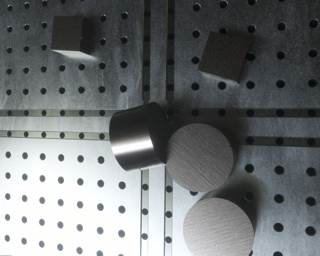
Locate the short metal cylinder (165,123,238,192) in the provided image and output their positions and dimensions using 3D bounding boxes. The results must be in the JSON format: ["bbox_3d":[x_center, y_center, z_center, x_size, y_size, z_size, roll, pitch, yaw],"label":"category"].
[{"bbox_3d":[0.052,0.034,0.381,0.080,0.050,0.079,0,90,19],"label":"short metal cylinder"}]

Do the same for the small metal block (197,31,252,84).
[{"bbox_3d":[0.080,-0.087,0.384,0.050,0.025,0.050,20,97,18],"label":"small metal block"}]

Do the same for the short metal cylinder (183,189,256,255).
[{"bbox_3d":[0.073,0.119,0.373,0.080,0.050,0.079,0,90,20],"label":"short metal cylinder"}]

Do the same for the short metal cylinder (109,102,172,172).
[{"bbox_3d":[-0.021,0.012,0.391,0.050,0.080,0.080,-14,85,20],"label":"short metal cylinder"}]

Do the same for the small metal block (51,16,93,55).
[{"bbox_3d":[-0.130,-0.137,0.459,0.050,0.025,0.050,8,93,19],"label":"small metal block"}]
